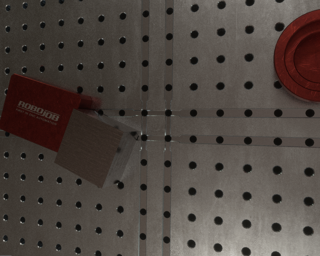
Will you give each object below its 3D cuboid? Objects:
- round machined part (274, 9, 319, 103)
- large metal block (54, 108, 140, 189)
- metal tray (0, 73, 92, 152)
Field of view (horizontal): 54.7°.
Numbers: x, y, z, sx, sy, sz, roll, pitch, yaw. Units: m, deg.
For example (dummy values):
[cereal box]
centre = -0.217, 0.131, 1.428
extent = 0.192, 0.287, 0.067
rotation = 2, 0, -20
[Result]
[round machined part]
centre = 0.178, -0.076, 0.341
extent = 0.098, 0.042, 0.097
rotation = 0, 90, 19
[large metal block]
centre = -0.086, 0.026, 0.429
extent = 0.080, 0.050, 0.080
rotation = 24, 98, 18
[metal tray]
centre = -0.176, -0.023, 0.470
extent = 0.130, 0.030, 0.089
rotation = 19, 96, 18
